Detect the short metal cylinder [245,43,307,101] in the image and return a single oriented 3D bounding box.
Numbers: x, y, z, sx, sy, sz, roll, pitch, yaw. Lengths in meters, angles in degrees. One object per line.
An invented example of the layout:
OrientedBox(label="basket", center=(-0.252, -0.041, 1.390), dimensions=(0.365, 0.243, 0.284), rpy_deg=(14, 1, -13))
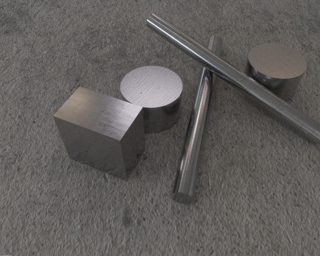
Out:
OrientedBox(label="short metal cylinder", center=(0.165, -0.080, 0.455), dimensions=(0.081, 0.050, 0.080), rpy_deg=(0, 50, 0))

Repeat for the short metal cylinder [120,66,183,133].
OrientedBox(label="short metal cylinder", center=(-0.011, -0.039, 0.420), dimensions=(0.081, 0.050, 0.080), rpy_deg=(0, 50, 0))

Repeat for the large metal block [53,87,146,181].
OrientedBox(label="large metal block", center=(-0.066, 0.008, 0.360), dimensions=(0.080, 0.080, 0.050), rpy_deg=(19, 53, 15))

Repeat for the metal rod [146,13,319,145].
OrientedBox(label="metal rod", center=(0.097, -0.079, 0.441), dimensions=(0.300, 0.025, 0.025), rpy_deg=(40, 60, 18))

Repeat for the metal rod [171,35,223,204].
OrientedBox(label="metal rod", center=(0.059, -0.035, 0.432), dimensions=(0.025, 0.025, 0.300), rpy_deg=(11, 51, 9))
